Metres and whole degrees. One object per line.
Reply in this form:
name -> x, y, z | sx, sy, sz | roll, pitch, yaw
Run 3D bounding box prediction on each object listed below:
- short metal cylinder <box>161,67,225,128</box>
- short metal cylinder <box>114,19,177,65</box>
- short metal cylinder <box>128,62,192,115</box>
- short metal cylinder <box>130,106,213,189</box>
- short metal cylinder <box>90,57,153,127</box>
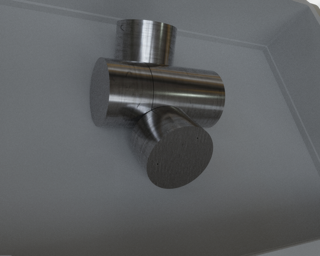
short metal cylinder -> 0.042, -0.040, 0.415 | 0.050, 0.080, 0.080 | 1, 61, -27
short metal cylinder -> -0.020, -0.111, 0.416 | 0.081, 0.080, 0.050 | 2, 99, -27
short metal cylinder -> -0.003, -0.040, 0.391 | 0.050, 0.080, 0.080 | 1, 61, -27
short metal cylinder -> 0.012, 0.022, 0.352 | 0.081, 0.079, 0.050 | 0, 28, -28
short metal cylinder -> -0.048, -0.041, 0.367 | 0.050, 0.080, 0.080 | 1, 61, -27
